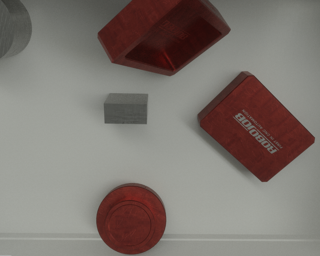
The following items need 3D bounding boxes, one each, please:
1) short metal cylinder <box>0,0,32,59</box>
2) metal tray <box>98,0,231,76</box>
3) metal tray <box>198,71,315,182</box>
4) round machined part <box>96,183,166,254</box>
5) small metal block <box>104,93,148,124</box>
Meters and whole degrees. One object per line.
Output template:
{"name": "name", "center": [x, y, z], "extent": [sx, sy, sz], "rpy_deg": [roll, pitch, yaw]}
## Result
{"name": "short metal cylinder", "center": [-0.196, -0.118, 0.352], "extent": [0.081, 0.050, 0.079], "rpy_deg": [0, 110, -1]}
{"name": "metal tray", "center": [0.011, -0.096, 0.313], "extent": [0.090, 0.131, 0.030], "rpy_deg": [-35, 78, 24]}
{"name": "metal tray", "center": [0.126, 0.000, 0.411], "extent": [0.130, 0.030, 0.090], "rpy_deg": [41, 105, -14]}
{"name": "round machined part", "center": [-0.040, 0.130, 0.434], "extent": [0.099, 0.042, 0.097], "rpy_deg": [0, 91, -1]}
{"name": "small metal block", "center": [-0.041, -0.025, 0.388], "extent": [0.050, 0.050, 0.025], "rpy_deg": [1, 110, -1]}
